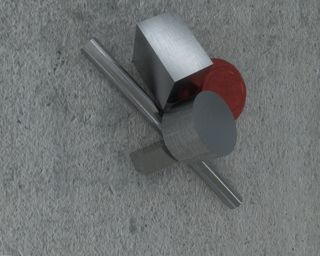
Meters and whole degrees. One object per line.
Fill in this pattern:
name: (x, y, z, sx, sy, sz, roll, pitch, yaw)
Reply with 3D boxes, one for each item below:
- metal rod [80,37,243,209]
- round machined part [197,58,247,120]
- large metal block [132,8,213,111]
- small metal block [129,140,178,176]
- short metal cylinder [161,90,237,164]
metal rod: (0.011, 0.003, 0.416, 0.025, 0.025, 0.300, -47, 105, -14)
round machined part: (0.080, -0.049, 0.431, 0.099, 0.042, 0.097, 0, 90, -21)
large metal block: (0.010, -0.079, 0.374, 0.050, 0.080, 0.080, -28, 78, -17)
small metal block: (-0.007, 0.036, 0.396, 0.050, 0.050, 0.025, -23, 97, -19)
short metal cylinder: (0.049, 0.000, 0.376, 0.080, 0.050, 0.080, 18, 62, -38)
